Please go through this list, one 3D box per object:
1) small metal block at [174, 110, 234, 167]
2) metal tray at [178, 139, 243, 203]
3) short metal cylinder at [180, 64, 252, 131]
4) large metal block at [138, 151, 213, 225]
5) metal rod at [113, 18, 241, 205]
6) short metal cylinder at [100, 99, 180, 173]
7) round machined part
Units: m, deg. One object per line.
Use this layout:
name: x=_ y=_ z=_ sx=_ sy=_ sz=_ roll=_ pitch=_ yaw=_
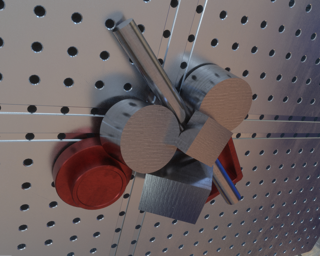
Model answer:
small metal block: x=0.053 y=0.013 z=0.376 sx=0.050 sy=0.025 sz=0.050 roll=30 pitch=94 yaw=-38
metal tray: x=0.072 y=0.054 z=0.476 sx=0.090 sy=0.030 sz=0.130 roll=-32 pitch=129 yaw=-8
short metal cylinder: x=0.073 y=-0.037 z=0.408 sx=0.081 sy=0.050 sz=0.079 roll=-14 pitch=124 yaw=-21
large metal block: x=0.020 y=0.077 z=0.415 sx=0.080 sy=0.050 sz=0.079 roll=14 pitch=132 yaw=1
metal rod: x=0.036 y=0.000 z=0.394 sx=0.025 sy=0.025 sz=0.299 roll=-37 pitch=120 yaw=-4
short metal cylinder: x=-0.024 y=0.008 z=0.368 sx=0.081 sy=0.050 sz=0.079 roll=-10 pitch=108 yaw=-34
round machined part: x=-0.080 y=0.064 z=0.390 sx=0.099 sy=0.042 sz=0.097 roll=-14 pitch=124 yaw=-21
